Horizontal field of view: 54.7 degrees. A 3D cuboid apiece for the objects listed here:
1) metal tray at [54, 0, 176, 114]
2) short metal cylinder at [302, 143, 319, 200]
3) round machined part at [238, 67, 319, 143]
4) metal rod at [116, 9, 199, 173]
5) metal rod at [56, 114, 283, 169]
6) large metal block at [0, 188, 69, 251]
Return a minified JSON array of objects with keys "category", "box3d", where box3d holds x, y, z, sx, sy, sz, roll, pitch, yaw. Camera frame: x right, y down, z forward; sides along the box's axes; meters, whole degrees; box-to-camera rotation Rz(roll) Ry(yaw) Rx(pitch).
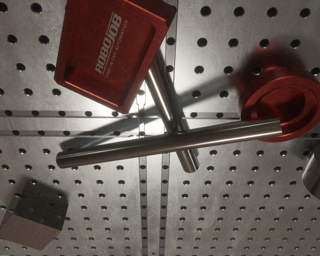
[{"category":"metal tray","box3d":[-0.051,-0.080,0.313,0.090,0.030,0.129,25,137,-7]},{"category":"short metal cylinder","box3d":[0.249,0.063,0.433,0.081,0.080,0.050,1,130,-1]},{"category":"round machined part","box3d":[0.144,-0.032,0.376,0.099,0.042,0.097,0,130,0]},{"category":"metal rod","box3d":[-0.002,-0.050,0.368,0.025,0.025,0.299,-15,129,12]},{"category":"metal rod","box3d":[-0.004,0.022,0.398,0.301,0.025,0.025,-10,130,20]},{"category":"large metal block","box3d":[-0.216,0.157,0.526,0.080,0.050,0.080,30,124,-23]}]
